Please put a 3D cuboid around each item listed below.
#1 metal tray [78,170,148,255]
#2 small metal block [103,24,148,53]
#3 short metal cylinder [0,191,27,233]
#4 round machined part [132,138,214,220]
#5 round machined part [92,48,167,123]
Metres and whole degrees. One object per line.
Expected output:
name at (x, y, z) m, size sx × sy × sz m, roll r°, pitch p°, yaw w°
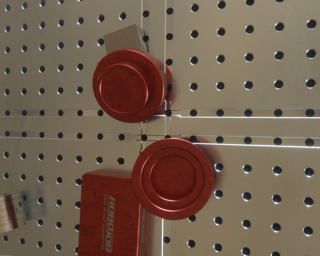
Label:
metal tray at (-0.065, 0.129, 0.432) m, size 0.090 × 0.030 × 0.129 m, roll 4°, pitch 91°, yaw 19°
small metal block at (-0.046, -0.108, 0.428) m, size 0.050 × 0.025 × 0.050 m, roll -14°, pitch 85°, yaw 19°
short metal cylinder at (-0.248, 0.130, 0.469) m, size 0.080 × 0.080 × 0.050 m, roll -14°, pitch 85°, yaw 19°
round machined part at (0.017, 0.062, 0.389) m, size 0.099 × 0.042 × 0.097 m, roll 0°, pitch 88°, yaw 5°
round machined part at (-0.043, -0.052, 0.402) m, size 0.098 × 0.042 × 0.097 m, roll 5°, pitch 110°, yaw 13°
